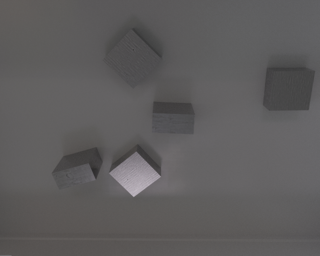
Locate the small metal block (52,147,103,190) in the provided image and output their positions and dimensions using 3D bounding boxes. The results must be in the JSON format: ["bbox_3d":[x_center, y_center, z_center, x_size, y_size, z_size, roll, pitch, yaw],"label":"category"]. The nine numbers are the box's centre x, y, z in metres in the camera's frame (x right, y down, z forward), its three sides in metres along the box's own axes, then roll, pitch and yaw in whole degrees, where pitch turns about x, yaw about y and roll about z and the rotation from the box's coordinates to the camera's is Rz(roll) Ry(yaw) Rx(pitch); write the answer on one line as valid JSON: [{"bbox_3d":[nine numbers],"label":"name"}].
[{"bbox_3d":[-0.109,0.053,0.416,0.050,0.050,0.025,-16,110,5],"label":"small metal block"}]

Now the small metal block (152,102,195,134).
[{"bbox_3d":[0.016,-0.014,0.393,0.050,0.050,0.025,2,110,-1],"label":"small metal block"}]

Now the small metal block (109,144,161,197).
[{"bbox_3d":[-0.034,0.059,0.433,0.050,0.025,0.050,-39,106,13],"label":"small metal block"}]

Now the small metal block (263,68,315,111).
[{"bbox_3d":[0.163,-0.050,0.394,0.050,0.025,0.050,-1,110,0],"label":"small metal block"}]

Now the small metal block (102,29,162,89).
[{"bbox_3d":[-0.033,-0.085,0.379,0.050,0.025,0.050,43,104,-14],"label":"small metal block"}]
